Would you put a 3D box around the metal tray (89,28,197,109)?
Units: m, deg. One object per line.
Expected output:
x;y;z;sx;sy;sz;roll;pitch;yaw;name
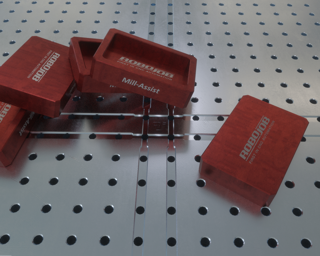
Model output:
-0.018;-0.083;0.419;0.131;0.030;0.090;18;42;-6;metal tray

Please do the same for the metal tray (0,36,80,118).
-0.164;-0.077;0.440;0.090;0.030;0.130;18;41;-6;metal tray

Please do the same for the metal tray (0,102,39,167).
-0.219;-0.015;0.416;0.090;0.030;0.130;8;50;6;metal tray

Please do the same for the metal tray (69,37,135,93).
-0.060;-0.091;0.455;0.131;0.030;0.090;-2;48;-26;metal tray

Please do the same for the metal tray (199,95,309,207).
0.119;0.022;0.387;0.090;0.030;0.130;27;55;21;metal tray
